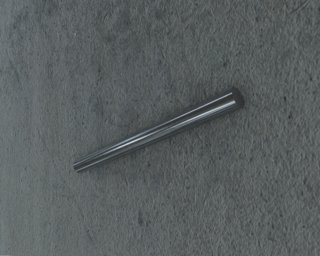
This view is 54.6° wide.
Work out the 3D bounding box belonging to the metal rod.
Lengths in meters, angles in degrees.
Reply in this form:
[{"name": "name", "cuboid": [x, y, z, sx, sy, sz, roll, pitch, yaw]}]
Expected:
[{"name": "metal rod", "cuboid": [-0.024, 0.016, 0.425, 0.299, 0.025, 0.025, -24, 75, 37]}]
